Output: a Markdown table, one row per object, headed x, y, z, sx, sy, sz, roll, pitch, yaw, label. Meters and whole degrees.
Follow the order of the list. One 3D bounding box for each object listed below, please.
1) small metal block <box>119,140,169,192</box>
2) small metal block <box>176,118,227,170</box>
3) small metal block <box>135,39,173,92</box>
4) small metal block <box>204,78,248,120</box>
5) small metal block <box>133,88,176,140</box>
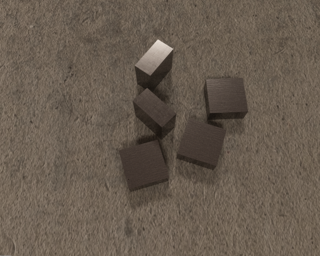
| x | y | z | sx | sy | sz | roll | pitch | yaw | label |
| --- | --- | --- | --- | --- | --- | --- | --- | --- | --- |
| -0.020 | 0.048 | 0.390 | 0.050 | 0.025 | 0.050 | -15 | 71 | -6 | small metal block |
| 0.053 | 0.021 | 0.401 | 0.050 | 0.025 | 0.050 | 18 | 71 | 6 | small metal block |
| -0.008 | -0.084 | 0.425 | 0.025 | 0.050 | 0.050 | 35 | 74 | 11 | small metal block |
| 0.089 | -0.040 | 0.424 | 0.050 | 0.025 | 0.050 | -3 | 70 | -2 | small metal block |
| -0.007 | -0.017 | 0.401 | 0.050 | 0.050 | 0.025 | 42 | 75 | 13 | small metal block |
